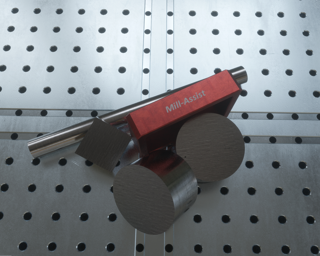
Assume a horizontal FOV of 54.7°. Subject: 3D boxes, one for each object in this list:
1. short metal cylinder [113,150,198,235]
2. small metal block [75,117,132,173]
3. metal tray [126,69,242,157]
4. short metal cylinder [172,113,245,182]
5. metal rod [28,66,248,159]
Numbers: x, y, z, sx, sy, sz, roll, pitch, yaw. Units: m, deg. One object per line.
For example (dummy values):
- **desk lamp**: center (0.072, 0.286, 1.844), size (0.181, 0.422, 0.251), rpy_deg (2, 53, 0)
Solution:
- **short metal cylinder**: center (-0.005, 0.070, 0.346), size (0.080, 0.080, 0.050), rpy_deg (45, 35, 14)
- **small metal block**: center (-0.070, 0.020, 0.386), size (0.050, 0.025, 0.050), rpy_deg (30, 88, -9)
- **metal tray**: center (0.028, -0.014, 0.379), size (0.131, 0.090, 0.030), rpy_deg (-25, 72, -9)
- **short metal cylinder**: center (0.056, 0.026, 0.380), size (0.081, 0.050, 0.080), rpy_deg (1, 78, -4)
- **metal rod**: center (-0.023, -0.024, 0.416), size (0.302, 0.025, 0.025), rpy_deg (-20, 72, -8)
